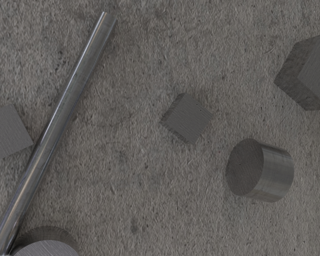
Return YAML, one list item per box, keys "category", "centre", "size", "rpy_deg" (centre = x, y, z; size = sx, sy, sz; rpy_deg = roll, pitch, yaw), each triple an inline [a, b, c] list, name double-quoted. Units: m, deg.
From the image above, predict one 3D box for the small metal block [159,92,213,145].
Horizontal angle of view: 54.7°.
- category: "small metal block"
  centre: [0.036, -0.013, 0.422]
  size: [0.050, 0.025, 0.050]
  rpy_deg: [38, 78, -16]

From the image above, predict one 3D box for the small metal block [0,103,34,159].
- category: "small metal block"
  centre: [-0.176, 0.006, 0.344]
  size: [0.050, 0.025, 0.050]
  rpy_deg: [-27, 99, -18]

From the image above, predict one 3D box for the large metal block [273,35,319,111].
- category: "large metal block"
  centre: [0.240, -0.083, 0.484]
  size: [0.080, 0.050, 0.080]
  rpy_deg: [35, 79, -17]

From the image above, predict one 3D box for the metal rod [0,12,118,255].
- category: "metal rod"
  centre: [-0.122, -0.001, 0.364]
  size: [0.025, 0.025, 0.299]
  rpy_deg: [26, 81, -18]

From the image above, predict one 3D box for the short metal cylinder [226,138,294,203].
- category: "short metal cylinder"
  centre: [0.137, 0.059, 0.431]
  size: [0.050, 0.080, 0.080]
  rpy_deg: [17, 85, -19]

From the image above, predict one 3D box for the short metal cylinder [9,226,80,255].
- category: "short metal cylinder"
  centre: [-0.130, 0.157, 0.348]
  size: [0.081, 0.050, 0.080]
  rpy_deg: [0, 90, -20]
